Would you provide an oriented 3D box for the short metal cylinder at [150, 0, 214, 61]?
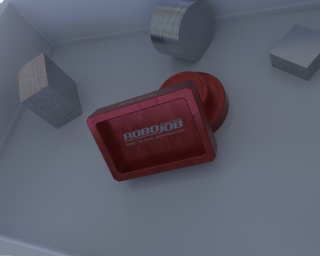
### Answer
[{"bbox_3d":[0.032,-0.139,0.438,0.050,0.080,0.080,24,75,36],"label":"short metal cylinder"}]

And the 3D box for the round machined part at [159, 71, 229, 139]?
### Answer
[{"bbox_3d":[0.034,-0.033,0.396,0.098,0.042,0.098,-13,56,20],"label":"round machined part"}]

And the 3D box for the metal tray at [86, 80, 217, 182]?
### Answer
[{"bbox_3d":[-0.009,0.007,0.363,0.130,0.090,0.030,-15,19,19],"label":"metal tray"}]

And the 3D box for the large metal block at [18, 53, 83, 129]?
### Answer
[{"bbox_3d":[-0.175,-0.058,0.496,0.050,0.080,0.080,-30,52,9],"label":"large metal block"}]

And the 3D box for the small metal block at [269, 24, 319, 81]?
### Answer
[{"bbox_3d":[0.170,-0.091,0.372,0.050,0.025,0.050,-48,52,-6],"label":"small metal block"}]
